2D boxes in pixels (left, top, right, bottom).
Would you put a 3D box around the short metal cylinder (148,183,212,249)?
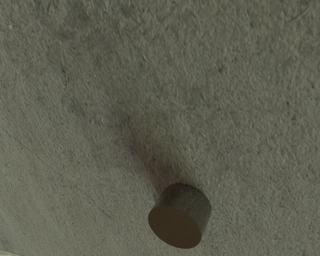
[{"bbox_3d":[0.030,0.128,0.453,0.080,0.050,0.079,13,124,20],"label":"short metal cylinder"}]
